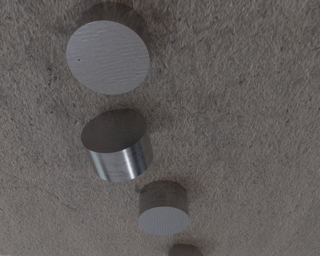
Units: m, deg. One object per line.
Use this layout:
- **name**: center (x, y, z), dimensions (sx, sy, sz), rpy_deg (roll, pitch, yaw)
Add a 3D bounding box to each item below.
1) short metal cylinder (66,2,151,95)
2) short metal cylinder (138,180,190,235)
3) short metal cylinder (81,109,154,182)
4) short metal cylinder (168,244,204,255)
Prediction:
- **short metal cylinder**: center (-0.050, -0.082, 0.321), dimensions (0.081, 0.050, 0.079), rpy_deg (0, 130, 0)
- **short metal cylinder**: center (0.006, 0.130, 0.501), dimensions (0.081, 0.050, 0.079), rpy_deg (0, 130, 0)
- **short metal cylinder**: center (-0.052, 0.021, 0.388), dimensions (0.080, 0.080, 0.050), rpy_deg (-6, 130, 5)
- **short metal cylinder**: center (0.047, 0.279, 0.609), dimensions (0.081, 0.080, 0.050), rpy_deg (11, 129, -9)
